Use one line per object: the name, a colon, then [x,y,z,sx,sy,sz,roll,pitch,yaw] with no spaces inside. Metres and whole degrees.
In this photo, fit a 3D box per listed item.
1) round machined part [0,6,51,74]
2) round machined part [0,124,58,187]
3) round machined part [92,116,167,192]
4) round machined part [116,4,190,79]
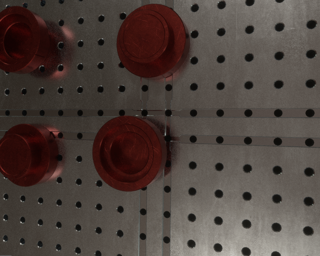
round machined part: [-0.210,-0.131,0.476,0.098,0.042,0.097,0,90,19]
round machined part: [-0.211,0.042,0.476,0.098,0.042,0.097,0,90,19]
round machined part: [-0.037,0.033,0.416,0.098,0.042,0.097,0,90,19]
round machined part: [-0.014,-0.115,0.408,0.098,0.042,0.097,0,90,19]
